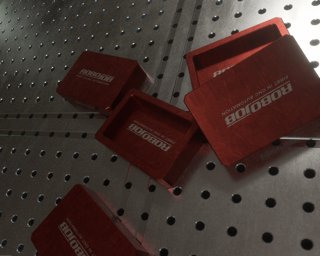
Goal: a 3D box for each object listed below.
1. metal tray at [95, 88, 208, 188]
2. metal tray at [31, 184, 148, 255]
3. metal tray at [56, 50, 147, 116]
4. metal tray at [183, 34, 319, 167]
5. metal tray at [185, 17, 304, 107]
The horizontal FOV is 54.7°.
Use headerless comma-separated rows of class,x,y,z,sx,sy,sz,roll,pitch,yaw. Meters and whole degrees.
metal tray,-0.014,0.008,0.406,0.130,0.030,0.090,28,77,37
metal tray,-0.087,0.139,0.364,0.090,0.030,0.130,-49,52,-7
metal tray,-0.097,-0.074,0.499,0.130,0.030,0.090,19,72,35
metal tray,0.103,-0.028,0.338,0.130,0.030,0.090,-31,87,8
metal tray,0.104,-0.080,0.398,0.130,0.030,0.090,-19,54,16
